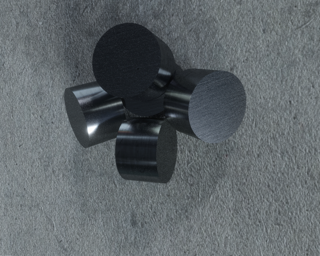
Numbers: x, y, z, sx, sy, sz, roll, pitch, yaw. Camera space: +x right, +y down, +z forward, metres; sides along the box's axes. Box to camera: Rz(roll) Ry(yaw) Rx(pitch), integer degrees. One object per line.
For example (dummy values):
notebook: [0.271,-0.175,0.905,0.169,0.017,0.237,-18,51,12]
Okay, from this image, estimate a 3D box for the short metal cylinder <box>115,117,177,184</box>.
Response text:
short metal cylinder: [-0.014,0.026,0.384,0.050,0.080,0.079,2,91,20]

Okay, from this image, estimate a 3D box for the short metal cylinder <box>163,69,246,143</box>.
short metal cylinder: [0.051,-0.027,0.356,0.050,0.081,0.079,22,99,57]

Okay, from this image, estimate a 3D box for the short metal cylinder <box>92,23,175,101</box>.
short metal cylinder: [-0.028,-0.072,0.352,0.080,0.050,0.079,0,90,19]

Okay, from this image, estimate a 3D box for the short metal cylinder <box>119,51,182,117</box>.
short metal cylinder: [-0.009,-0.054,0.399,0.080,0.050,0.079,0,90,19]

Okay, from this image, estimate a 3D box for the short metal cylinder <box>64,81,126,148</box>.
short metal cylinder: [-0.086,-0.019,0.405,0.080,0.050,0.079,39,139,45]
